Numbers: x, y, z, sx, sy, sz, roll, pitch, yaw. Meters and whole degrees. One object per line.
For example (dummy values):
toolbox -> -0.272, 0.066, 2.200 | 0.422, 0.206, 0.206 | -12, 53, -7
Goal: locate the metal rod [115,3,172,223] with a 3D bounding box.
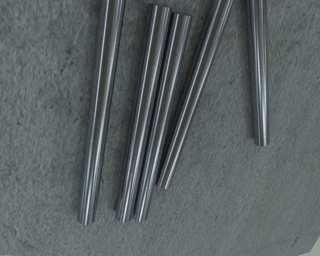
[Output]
metal rod -> -0.027, 0.001, 0.393 | 0.025, 0.025, 0.298 | -3, 120, -27

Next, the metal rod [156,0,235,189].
metal rod -> 0.043, -0.048, 0.402 | 0.025, 0.025, 0.298 | 2, 117, -30

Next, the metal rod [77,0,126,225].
metal rod -> -0.073, -0.006, 0.364 | 0.025, 0.025, 0.298 | -2, 120, -28

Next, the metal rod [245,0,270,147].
metal rod -> 0.135, -0.092, 0.426 | 0.025, 0.025, 0.298 | -26, 128, -13

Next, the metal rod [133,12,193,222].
metal rod -> -0.004, 0.004, 0.408 | 0.025, 0.025, 0.298 | -3, 120, -27
